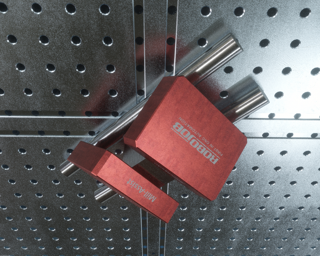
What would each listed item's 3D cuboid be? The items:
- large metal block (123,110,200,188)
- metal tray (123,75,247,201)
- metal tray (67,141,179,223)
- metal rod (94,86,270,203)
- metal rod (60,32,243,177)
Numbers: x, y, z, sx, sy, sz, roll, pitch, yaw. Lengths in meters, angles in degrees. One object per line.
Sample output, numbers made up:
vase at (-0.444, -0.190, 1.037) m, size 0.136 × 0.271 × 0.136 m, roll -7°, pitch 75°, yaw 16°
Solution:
large metal block at (0.000, 0.023, 0.394) m, size 0.080 × 0.080 × 0.050 m, roll -34°, pitch 122°, yaw 25°
metal tray at (0.035, 0.014, 0.352) m, size 0.130 × 0.030 × 0.090 m, roll 39°, pitch 76°, yaw -29°
metal tray at (-0.047, 0.069, 0.399) m, size 0.130 × 0.030 × 0.090 m, roll 42°, pitch 162°, yaw -30°
metal rod at (0.015, 0.035, 0.442) m, size 0.299 × 0.025 × 0.025 m, roll -34°, pitch 123°, yaw 25°
metal rod at (-0.028, -0.016, 0.398) m, size 0.299 × 0.025 × 0.025 m, roll -35°, pitch 122°, yaw 25°
